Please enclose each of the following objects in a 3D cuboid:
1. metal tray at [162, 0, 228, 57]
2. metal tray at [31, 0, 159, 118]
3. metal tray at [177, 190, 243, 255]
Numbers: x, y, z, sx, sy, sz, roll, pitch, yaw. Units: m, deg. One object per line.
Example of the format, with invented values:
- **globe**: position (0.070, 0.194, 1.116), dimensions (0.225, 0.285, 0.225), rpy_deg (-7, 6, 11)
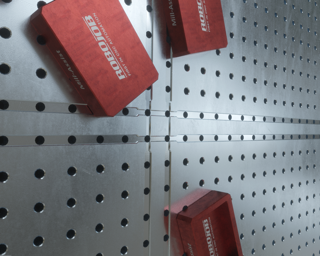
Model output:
- **metal tray**: position (0.048, -0.174, 0.445), dimensions (0.091, 0.030, 0.129), rpy_deg (-20, 103, -38)
- **metal tray**: position (-0.066, -0.088, 0.349), dimensions (0.090, 0.030, 0.130), rpy_deg (-45, 117, -31)
- **metal tray**: position (0.080, 0.173, 0.471), dimensions (0.091, 0.030, 0.129), rpy_deg (-23, 104, -38)
